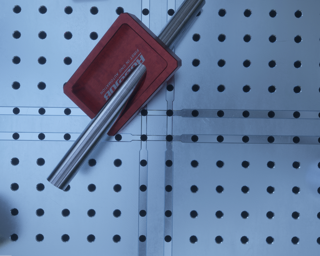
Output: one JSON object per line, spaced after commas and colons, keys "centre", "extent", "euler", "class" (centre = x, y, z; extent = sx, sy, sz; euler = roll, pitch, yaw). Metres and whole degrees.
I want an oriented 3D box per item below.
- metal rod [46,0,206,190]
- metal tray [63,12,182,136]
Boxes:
{"centre": [-0.037, -0.054, 0.390], "extent": [0.025, 0.025, 0.300], "euler": [36, 81, 0], "class": "metal rod"}
{"centre": [-0.048, -0.065, 0.389], "extent": [0.090, 0.030, 0.130], "euler": [44, 109, -1], "class": "metal tray"}
